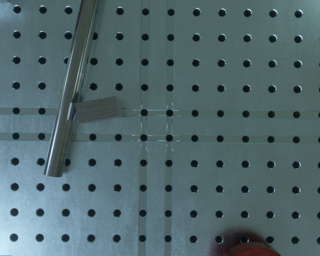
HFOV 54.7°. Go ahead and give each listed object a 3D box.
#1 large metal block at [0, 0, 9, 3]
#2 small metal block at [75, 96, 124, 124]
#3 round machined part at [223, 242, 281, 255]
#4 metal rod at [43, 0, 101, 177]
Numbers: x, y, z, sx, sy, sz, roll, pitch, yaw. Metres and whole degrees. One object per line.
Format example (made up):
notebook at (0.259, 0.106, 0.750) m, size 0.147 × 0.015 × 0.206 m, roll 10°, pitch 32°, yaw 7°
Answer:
large metal block at (-0.251, -0.207, 0.399) m, size 0.080 × 0.050 × 0.080 m, roll -6°, pitch 90°, yaw 0°
small metal block at (-0.076, -0.022, 0.400) m, size 0.050 × 0.050 × 0.025 m, roll -10°, pitch 90°, yaw 0°
round machined part at (0.120, 0.198, 0.406) m, size 0.099 × 0.042 × 0.097 m, roll 0°, pitch 90°, yaw 0°
metal rod at (-0.110, -0.083, 0.412) m, size 0.025 × 0.025 × 0.298 m, roll 12°, pitch 90°, yaw 0°
